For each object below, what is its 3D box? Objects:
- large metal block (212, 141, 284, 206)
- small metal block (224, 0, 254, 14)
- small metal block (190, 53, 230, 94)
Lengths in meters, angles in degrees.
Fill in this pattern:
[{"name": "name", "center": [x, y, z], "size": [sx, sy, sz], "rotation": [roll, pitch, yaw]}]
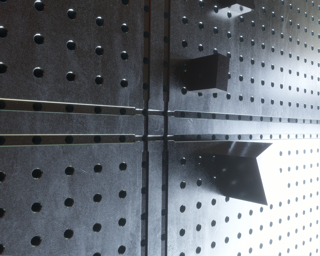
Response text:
[{"name": "large metal block", "center": [0.140, 0.069, 0.494], "size": [0.050, 0.080, 0.080], "rotation": [-29, 109, -36]}, {"name": "small metal block", "center": [0.134, -0.226, 0.524], "size": [0.050, 0.025, 0.050], "rotation": [-3, 92, -40]}, {"name": "small metal block", "center": [0.073, -0.078, 0.456], "size": [0.025, 0.050, 0.050], "rotation": [10, 84, -40]}]
